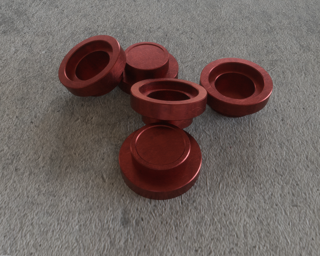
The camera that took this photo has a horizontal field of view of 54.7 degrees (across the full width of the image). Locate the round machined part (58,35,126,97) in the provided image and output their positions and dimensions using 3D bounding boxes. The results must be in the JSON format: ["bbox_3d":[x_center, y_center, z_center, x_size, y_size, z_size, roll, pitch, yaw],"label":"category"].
[{"bbox_3d":[-0.093,-0.085,0.450,0.098,0.042,0.098,-11,56,17],"label":"round machined part"}]

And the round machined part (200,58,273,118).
[{"bbox_3d":[0.105,-0.053,0.439,0.099,0.042,0.098,0,50,0],"label":"round machined part"}]

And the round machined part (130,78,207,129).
[{"bbox_3d":[0.011,-0.030,0.406,0.099,0.042,0.098,2,27,-1],"label":"round machined part"}]

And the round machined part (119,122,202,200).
[{"bbox_3d":[0.001,0.031,0.367,0.099,0.042,0.098,0,50,0],"label":"round machined part"}]

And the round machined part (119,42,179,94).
[{"bbox_3d":[-0.021,-0.095,0.472,0.099,0.042,0.098,0,50,0],"label":"round machined part"}]
